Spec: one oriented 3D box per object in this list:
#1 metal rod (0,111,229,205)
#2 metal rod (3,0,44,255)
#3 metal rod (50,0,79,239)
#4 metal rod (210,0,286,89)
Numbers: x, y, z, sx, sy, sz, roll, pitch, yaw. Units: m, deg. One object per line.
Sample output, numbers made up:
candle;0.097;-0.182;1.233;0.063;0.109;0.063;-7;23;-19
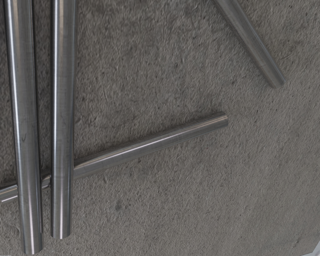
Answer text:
metal rod;-0.045;0.032;0.401;0.302;0.025;0.025;-18;126;-18
metal rod;-0.135;0.003;0.313;0.025;0.025;0.298;-5;114;-26
metal rod;-0.101;-0.012;0.322;0.025;0.025;0.298;-3;114;-27
metal rod;0.082;-0.140;0.364;0.025;0.025;0.301;-48;129;5
